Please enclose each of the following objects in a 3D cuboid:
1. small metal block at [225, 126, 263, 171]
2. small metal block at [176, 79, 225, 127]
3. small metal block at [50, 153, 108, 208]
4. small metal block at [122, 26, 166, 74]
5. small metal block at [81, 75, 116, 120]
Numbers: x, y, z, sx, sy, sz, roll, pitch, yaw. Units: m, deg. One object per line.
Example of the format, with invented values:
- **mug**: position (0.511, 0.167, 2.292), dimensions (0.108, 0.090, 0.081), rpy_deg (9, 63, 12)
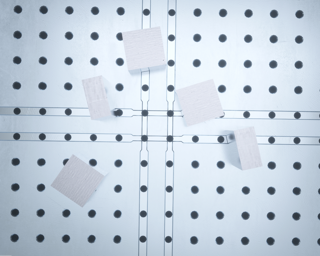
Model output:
- **small metal block**: position (0.107, 0.025, 0.402), dimensions (0.025, 0.050, 0.050), rpy_deg (-12, 90, 0)
- **small metal block**: position (0.052, -0.033, 0.414), dimensions (0.050, 0.025, 0.050), rpy_deg (-17, 90, 0)
- **small metal block**: position (-0.106, 0.068, 0.413), dimensions (0.050, 0.025, 0.050), rpy_deg (35, 90, 0)
- **small metal block**: position (-0.021, -0.103, 0.413), dimensions (0.050, 0.025, 0.050), rpy_deg (-9, 90, 0)
- **small metal block**: position (-0.077, -0.037, 0.400), dimensions (0.025, 0.050, 0.050), rpy_deg (-14, 90, 0)
